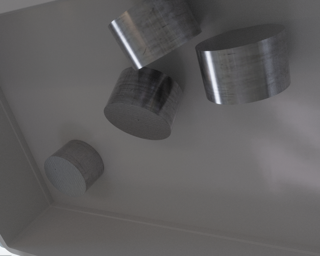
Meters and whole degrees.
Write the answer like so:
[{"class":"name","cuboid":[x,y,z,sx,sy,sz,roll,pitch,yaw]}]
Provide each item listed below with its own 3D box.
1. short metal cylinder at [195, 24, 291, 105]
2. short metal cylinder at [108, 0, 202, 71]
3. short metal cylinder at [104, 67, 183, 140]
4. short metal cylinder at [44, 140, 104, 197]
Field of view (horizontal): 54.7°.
[{"class":"short metal cylinder","cuboid":[0.078,-0.062,0.294,0.080,0.080,0.050,-3,117,29]},{"class":"short metal cylinder","cuboid":[-0.005,-0.100,0.314,0.080,0.080,0.050,-20,107,36]},{"class":"short metal cylinder","cuboid":[-0.019,-0.027,0.364,0.080,0.050,0.080,15,154,8]},{"class":"short metal cylinder","cuboid":[-0.140,0.066,0.507,0.080,0.050,0.079,13,124,21]}]
